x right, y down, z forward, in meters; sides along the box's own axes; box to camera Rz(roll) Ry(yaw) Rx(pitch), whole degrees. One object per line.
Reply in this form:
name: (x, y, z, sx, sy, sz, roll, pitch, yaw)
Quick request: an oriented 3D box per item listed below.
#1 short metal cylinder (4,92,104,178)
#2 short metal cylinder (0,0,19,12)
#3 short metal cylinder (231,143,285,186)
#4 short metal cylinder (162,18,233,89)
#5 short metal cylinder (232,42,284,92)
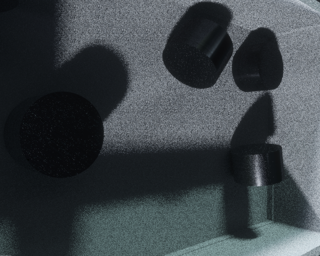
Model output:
short metal cylinder: (-0.103, 0.006, 0.305, 0.081, 0.050, 0.079, 0, 90, -40)
short metal cylinder: (-0.156, -0.127, 0.241, 0.081, 0.080, 0.050, -5, 93, -40)
short metal cylinder: (0.159, 0.058, 0.508, 0.081, 0.080, 0.050, -13, 99, -40)
short metal cylinder: (0.050, -0.099, 0.415, 0.080, 0.080, 0.050, 47, 62, -30)
short metal cylinder: (0.170, -0.104, 0.536, 0.081, 0.050, 0.079, 0, 90, -40)
